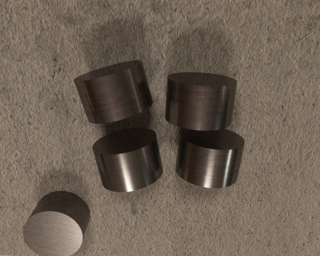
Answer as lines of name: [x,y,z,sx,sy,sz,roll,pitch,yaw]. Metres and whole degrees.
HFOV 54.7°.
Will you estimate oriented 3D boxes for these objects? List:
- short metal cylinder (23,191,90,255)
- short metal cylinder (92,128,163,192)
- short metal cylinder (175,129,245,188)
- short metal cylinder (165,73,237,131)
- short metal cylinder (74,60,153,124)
short metal cylinder: [-0.146,0.138,0.445,0.081,0.050,0.079,0,110,-1]
short metal cylinder: [-0.040,0.038,0.394,0.080,0.080,0.050,-9,110,3]
short metal cylinder: [0.062,0.034,0.394,0.081,0.080,0.050,5,110,-2]
short metal cylinder: [0.048,-0.034,0.369,0.081,0.080,0.050,2,110,-1]
short metal cylinder: [-0.053,-0.044,0.364,0.080,0.080,0.050,-14,110,4]
